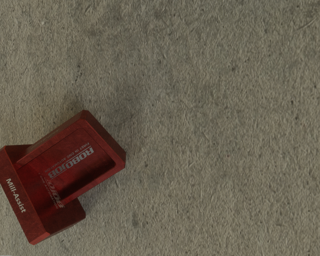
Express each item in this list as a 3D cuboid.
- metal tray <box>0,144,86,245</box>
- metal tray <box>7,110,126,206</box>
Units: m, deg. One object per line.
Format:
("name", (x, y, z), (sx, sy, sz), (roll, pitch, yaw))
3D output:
("metal tray", (-0.167, 0.085, 0.432), (0.030, 0.090, 0.130), (-35, 79, 15))
("metal tray", (-0.123, 0.046, 0.418), (0.130, 0.030, 0.090), (-33, 115, 11))
